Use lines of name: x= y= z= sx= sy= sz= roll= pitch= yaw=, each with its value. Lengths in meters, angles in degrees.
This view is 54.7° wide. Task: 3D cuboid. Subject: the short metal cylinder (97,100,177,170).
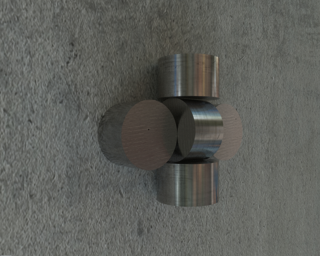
short metal cylinder: x=-0.026 y=0.008 z=0.368 sx=0.081 sy=0.050 sz=0.080 roll=0 pitch=90 yaw=-41

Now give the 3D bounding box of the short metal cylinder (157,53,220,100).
short metal cylinder: x=0.037 y=-0.063 z=0.402 sx=0.081 sy=0.080 sz=0.050 roll=0 pitch=90 yaw=-40

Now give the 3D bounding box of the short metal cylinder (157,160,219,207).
short metal cylinder: x=0.036 y=0.067 z=0.401 sx=0.081 sy=0.080 sz=0.050 roll=0 pitch=90 yaw=-40

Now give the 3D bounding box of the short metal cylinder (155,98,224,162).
short metal cylinder: x=0.034 y=0.003 z=0.399 sx=0.050 sy=0.080 sz=0.080 roll=1 pitch=90 yaw=-40

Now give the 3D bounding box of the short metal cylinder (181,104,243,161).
short metal cylinder: x=0.075 y=0.005 z=0.452 sx=0.081 sy=0.050 sz=0.080 roll=-1 pitch=91 yaw=-40
